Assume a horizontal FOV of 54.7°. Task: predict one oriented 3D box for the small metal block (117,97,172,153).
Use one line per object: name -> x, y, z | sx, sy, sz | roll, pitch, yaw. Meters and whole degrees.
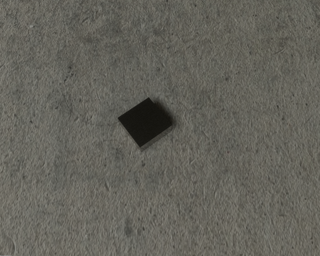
small metal block -> -0.020, -0.004, 0.411 | 0.050, 0.025, 0.050 | -35, 74, -12
